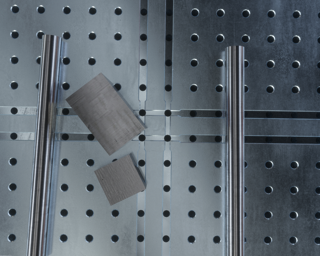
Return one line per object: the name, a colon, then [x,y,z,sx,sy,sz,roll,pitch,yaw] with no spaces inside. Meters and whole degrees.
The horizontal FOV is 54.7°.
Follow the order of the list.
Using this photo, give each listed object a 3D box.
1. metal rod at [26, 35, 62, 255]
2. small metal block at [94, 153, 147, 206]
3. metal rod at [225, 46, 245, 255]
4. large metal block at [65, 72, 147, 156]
metal rod: [-0.154,0.028,0.411,0.025,0.025,0.298,4,90,-1]
small metal block: [-0.052,0.067,0.413,0.050,0.025,0.050,-26,90,-1]
metal rod: [0.100,0.042,0.414,0.025,0.025,0.298,0,90,-1]
large metal block: [-0.061,-0.016,0.385,0.050,0.080,0.080,-38,90,0]
